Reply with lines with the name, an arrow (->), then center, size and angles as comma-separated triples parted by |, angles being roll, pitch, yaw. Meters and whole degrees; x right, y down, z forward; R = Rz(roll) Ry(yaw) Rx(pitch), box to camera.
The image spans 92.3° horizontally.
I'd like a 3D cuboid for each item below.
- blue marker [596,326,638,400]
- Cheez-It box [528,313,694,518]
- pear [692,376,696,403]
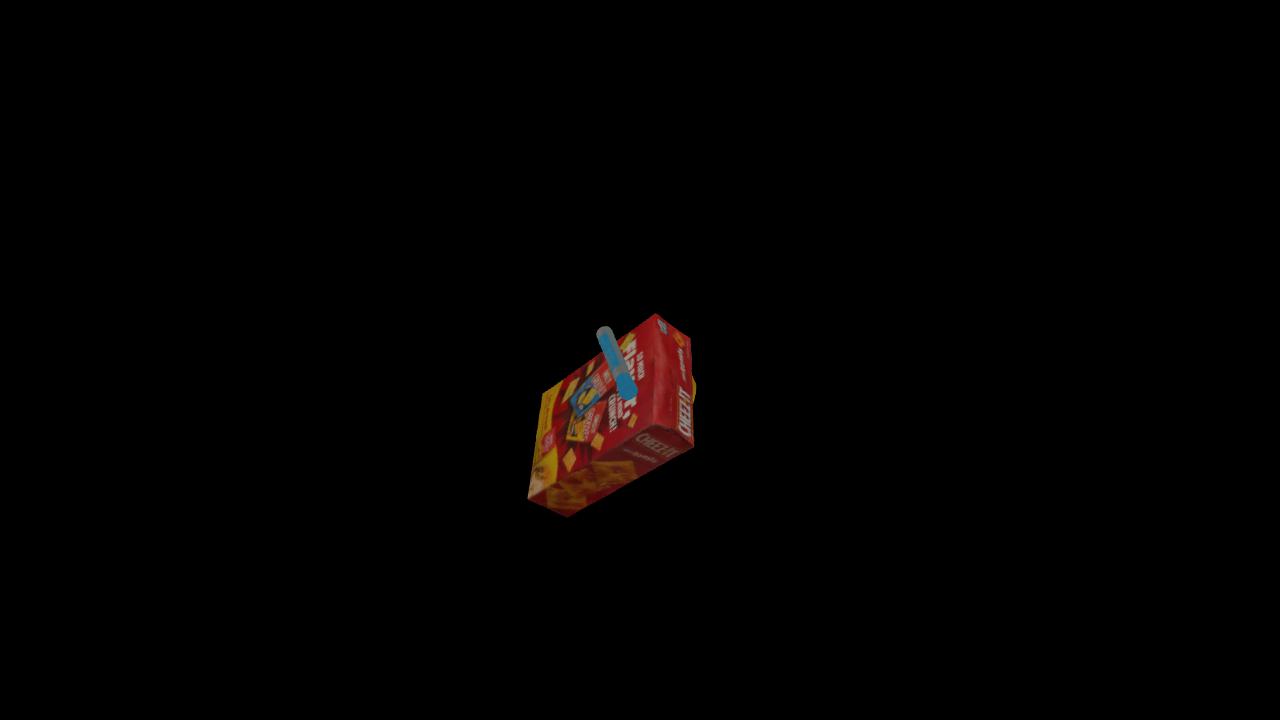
blue marker -> -0.025, 0.002, 0.637 | 0.020, 0.020, 0.121 | 0, 32, -17
Cheez-It box -> -0.037, 0.069, 0.738 | 0.071, 0.166, 0.223 | 33, -51, -30
pear -> 0.016, 0.041, 0.769 | 0.111, 0.080, 0.080 | -6, 4, -43
